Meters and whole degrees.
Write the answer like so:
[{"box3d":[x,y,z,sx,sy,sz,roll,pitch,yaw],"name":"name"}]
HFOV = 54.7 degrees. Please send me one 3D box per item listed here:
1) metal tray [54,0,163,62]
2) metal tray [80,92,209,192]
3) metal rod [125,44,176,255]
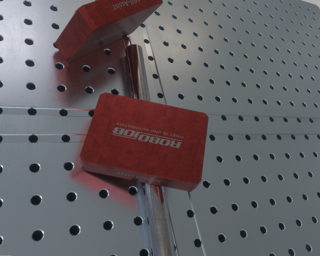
[{"box3d":[-0.066,-0.141,0.413,0.131,0.090,0.030,-40,100,-39],"name":"metal tray"},{"box3d":[-0.015,0.015,0.357,0.131,0.030,0.090,12,61,-1],"name":"metal tray"},{"box3d":[-0.016,0.017,0.388,0.025,0.025,0.299,5,60,-26],"name":"metal rod"}]
